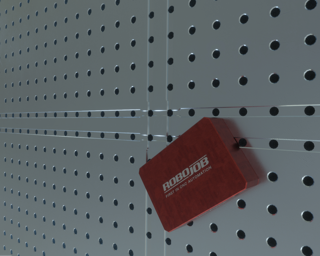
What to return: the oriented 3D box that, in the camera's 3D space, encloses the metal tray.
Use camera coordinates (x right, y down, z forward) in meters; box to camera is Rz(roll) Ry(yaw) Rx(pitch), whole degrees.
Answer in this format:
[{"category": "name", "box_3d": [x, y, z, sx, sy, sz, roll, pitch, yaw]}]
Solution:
[{"category": "metal tray", "box_3d": [0.039, 0.058, 0.375, 0.129, 0.030, 0.090, -41, 65, 32]}]
